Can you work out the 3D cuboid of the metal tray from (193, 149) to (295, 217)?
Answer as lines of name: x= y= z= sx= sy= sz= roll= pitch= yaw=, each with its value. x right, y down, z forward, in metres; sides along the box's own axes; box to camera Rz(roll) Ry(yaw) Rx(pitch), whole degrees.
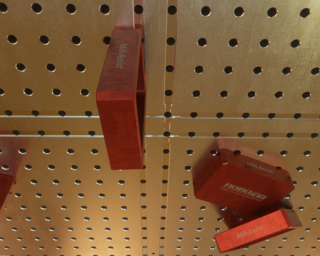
metal tray: x=0.129 y=0.090 z=0.487 sx=0.131 sy=0.030 sz=0.089 roll=20 pitch=127 yaw=-17

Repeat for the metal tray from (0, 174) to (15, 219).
metal tray: x=-0.295 y=0.099 z=0.449 sx=0.131 sy=0.090 sz=0.030 roll=16 pitch=128 yaw=-14

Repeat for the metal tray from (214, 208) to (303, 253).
metal tray: x=0.171 y=0.180 z=0.540 sx=0.130 sy=0.030 sz=0.090 roll=-31 pitch=150 yaw=23

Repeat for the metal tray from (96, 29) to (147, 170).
metal tray: x=-0.033 y=-0.033 z=0.314 sx=0.030 sy=0.130 sz=0.089 roll=-2 pitch=130 yaw=1
